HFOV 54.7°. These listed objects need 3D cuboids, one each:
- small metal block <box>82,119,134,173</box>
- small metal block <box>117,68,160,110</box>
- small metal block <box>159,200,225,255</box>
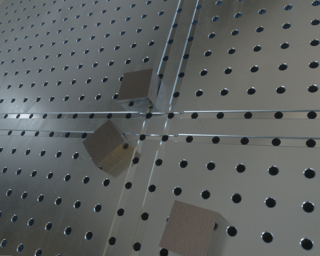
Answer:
[{"bbox_3d":[-0.073,0.024,0.430,0.050,0.025,0.050,-41,51,0],"label":"small metal block"},{"bbox_3d":[-0.031,-0.057,0.458,0.050,0.025,0.050,-4,60,25],"label":"small metal block"},{"bbox_3d":[0.034,0.109,0.323,0.050,0.025,0.050,9,66,31],"label":"small metal block"}]
